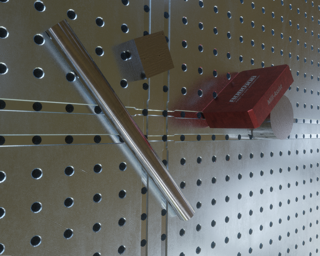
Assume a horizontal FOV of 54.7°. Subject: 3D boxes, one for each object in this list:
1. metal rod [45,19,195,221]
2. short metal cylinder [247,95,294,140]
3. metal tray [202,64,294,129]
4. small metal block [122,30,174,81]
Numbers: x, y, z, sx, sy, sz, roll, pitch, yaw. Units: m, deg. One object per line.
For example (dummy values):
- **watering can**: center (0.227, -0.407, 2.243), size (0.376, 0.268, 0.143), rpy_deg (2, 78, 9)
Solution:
- **metal rod**: center (-0.035, 0.008, 0.381), size (0.025, 0.025, 0.299), rpy_deg (-48, 119, -30)
- **short metal cylinder**: center (0.199, -0.019, 0.564), size (0.081, 0.050, 0.079), rpy_deg (0, 90, -40)
- **metal tray**: center (0.138, -0.050, 0.485), size (0.131, 0.090, 0.030), rpy_deg (-44, 117, -31)
- **small metal block**: center (-0.014, -0.093, 0.399), size (0.050, 0.025, 0.050), rpy_deg (-29, 109, -36)
